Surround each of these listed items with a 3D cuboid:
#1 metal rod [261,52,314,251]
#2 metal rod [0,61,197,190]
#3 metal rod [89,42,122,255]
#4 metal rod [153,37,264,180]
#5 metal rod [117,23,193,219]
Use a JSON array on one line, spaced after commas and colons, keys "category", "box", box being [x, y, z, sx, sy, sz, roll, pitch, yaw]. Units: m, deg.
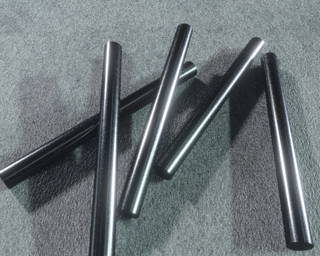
[{"category": "metal rod", "box": [0.156, 0.003, 0.401, 0.025, 0.025, 0.300, 5, 50, 4]}, {"category": "metal rod", "box": [-0.065, -0.016, 0.416, 0.302, 0.025, 0.025, -34, 58, -25]}, {"category": "metal rod", "box": [-0.061, 0.011, 0.368, 0.025, 0.025, 0.299, -2, 58, -2]}, {"category": "metal rod", "box": [0.083, -0.045, 0.441, 0.025, 0.025, 0.301, 26, 55, 20]}, {"category": "metal rod", "box": [0.002, -0.031, 0.406, 0.025, 0.025, 0.300, 11, 58, 9]}]
